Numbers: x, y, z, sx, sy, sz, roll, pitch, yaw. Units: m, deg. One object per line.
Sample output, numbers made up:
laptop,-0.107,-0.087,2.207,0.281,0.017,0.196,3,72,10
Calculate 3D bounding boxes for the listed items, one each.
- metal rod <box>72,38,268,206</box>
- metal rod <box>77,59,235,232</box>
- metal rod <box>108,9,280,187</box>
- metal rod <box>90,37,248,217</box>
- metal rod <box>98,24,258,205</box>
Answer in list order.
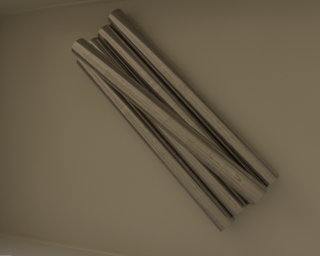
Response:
metal rod,0.000,-0.017,0.382,0.300,0.025,0.025,40,103,15
metal rod,-0.013,0.009,0.414,0.025,0.025,0.300,-45,76,14
metal rod,0.034,-0.046,0.397,0.025,0.025,0.300,-45,76,14
metal rod,0.001,-0.011,0.409,0.025,0.025,0.300,-45,76,14
metal rod,0.019,-0.026,0.402,0.025,0.025,0.300,-45,76,14
